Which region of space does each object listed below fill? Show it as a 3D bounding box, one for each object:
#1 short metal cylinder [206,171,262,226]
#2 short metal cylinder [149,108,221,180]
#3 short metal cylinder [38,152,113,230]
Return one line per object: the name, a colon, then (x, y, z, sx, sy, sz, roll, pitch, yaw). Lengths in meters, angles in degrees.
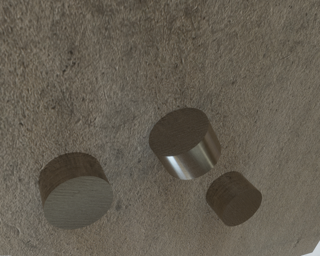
short metal cylinder: (0.127, 0.122, 0.535, 0.081, 0.050, 0.079, -14, 124, -21)
short metal cylinder: (0.033, 0.019, 0.401, 0.080, 0.080, 0.050, -36, 129, -5)
short metal cylinder: (-0.104, 0.077, 0.381, 0.081, 0.050, 0.079, -14, 124, -21)
